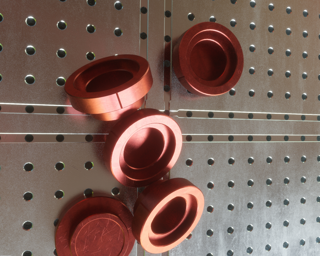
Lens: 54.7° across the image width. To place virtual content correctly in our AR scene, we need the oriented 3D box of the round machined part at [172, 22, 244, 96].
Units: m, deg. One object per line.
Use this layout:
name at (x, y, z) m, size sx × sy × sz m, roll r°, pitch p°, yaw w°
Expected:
round machined part at (0.062, -0.092, 0.428) m, size 0.099 × 0.042 × 0.097 m, roll 0°, pitch 90°, yaw -21°

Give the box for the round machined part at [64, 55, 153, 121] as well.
round machined part at (-0.056, -0.045, 0.361) m, size 0.099 × 0.098 × 0.042 m, roll -28°, pitch 129°, yaw -18°

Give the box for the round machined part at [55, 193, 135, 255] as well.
round machined part at (-0.076, 0.132, 0.377) m, size 0.099 × 0.042 × 0.097 m, roll 0°, pitch 90°, yaw -20°

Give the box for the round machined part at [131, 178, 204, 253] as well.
round machined part at (0.006, 0.105, 0.392) m, size 0.099 × 0.042 × 0.097 m, roll -20°, pitch 125°, yaw -31°

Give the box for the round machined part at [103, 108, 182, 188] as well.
round machined part at (-0.024, 0.021, 0.382) m, size 0.099 × 0.042 × 0.097 m, roll -17°, pitch 122°, yaw -28°
